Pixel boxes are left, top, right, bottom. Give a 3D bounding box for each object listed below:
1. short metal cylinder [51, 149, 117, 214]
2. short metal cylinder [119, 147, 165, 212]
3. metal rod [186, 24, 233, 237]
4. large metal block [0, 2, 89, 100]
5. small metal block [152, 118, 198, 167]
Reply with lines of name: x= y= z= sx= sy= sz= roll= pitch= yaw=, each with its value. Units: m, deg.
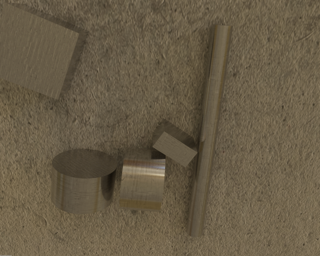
short metal cylinder: x=-0.099 y=0.067 z=0.404 sx=0.081 sy=0.080 sz=0.050 roll=8 pitch=110 yaw=-4
short metal cylinder: x=-0.022 y=0.067 z=0.405 sx=0.050 sy=0.080 sz=0.079 roll=6 pitch=110 yaw=-3
metal rod: x=0.063 y=0.018 z=0.417 sx=0.025 sy=0.025 sz=0.298 roll=4 pitch=110 yaw=-2
large metal block: x=-0.139 y=-0.090 z=0.361 sx=0.080 sy=0.050 sz=0.079 roll=21 pitch=109 yaw=-8
small metal block: x=0.018 y=0.018 z=0.403 sx=0.050 sy=0.050 sz=0.025 roll=33 pitch=107 yaw=-12
